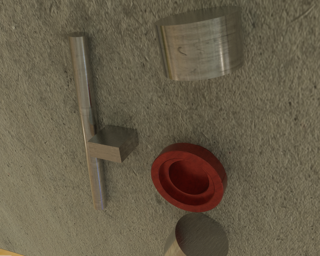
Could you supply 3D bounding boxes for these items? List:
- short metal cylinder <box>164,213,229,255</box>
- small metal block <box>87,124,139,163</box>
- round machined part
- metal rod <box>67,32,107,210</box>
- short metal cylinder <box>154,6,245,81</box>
[{"bbox_3d":[0.052,0.172,0.451,0.080,0.080,0.050,29,128,9],"label":"short metal cylinder"},{"bbox_3d":[-0.065,0.021,0.438,0.050,0.050,0.025,9,122,23],"label":"small metal block"},{"bbox_3d":[0.041,0.061,0.412,0.098,0.042,0.097,13,124,21],"label":"round machined part"},{"bbox_3d":[-0.104,0.009,0.467,0.025,0.025,0.298,14,124,20],"label":"metal rod"},{"bbox_3d":[0.039,-0.083,0.299,0.080,0.080,0.050,3,120,27],"label":"short metal cylinder"}]
